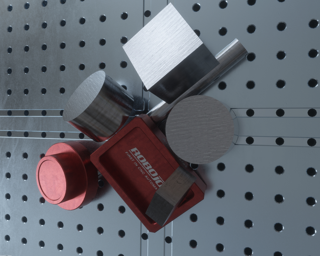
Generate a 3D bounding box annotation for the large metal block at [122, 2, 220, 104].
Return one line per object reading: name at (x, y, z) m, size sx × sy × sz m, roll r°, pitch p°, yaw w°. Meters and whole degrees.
large metal block at (0.012, -0.090, 0.383) m, size 0.080 × 0.050 × 0.080 m, roll -39°, pitch 58°, yaw 16°

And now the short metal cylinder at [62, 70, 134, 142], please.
short metal cylinder at (-0.081, -0.028, 0.406) m, size 0.080 × 0.050 × 0.080 m, roll -31°, pitch 37°, yaw 27°

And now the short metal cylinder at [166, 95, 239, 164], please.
short metal cylinder at (0.053, 0.002, 0.380) m, size 0.080 × 0.050 × 0.079 m, roll 0°, pitch 90°, yaw 20°

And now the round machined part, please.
round machined part at (-0.137, 0.069, 0.438) m, size 0.098 × 0.042 × 0.097 m, roll 5°, pitch 99°, yaw 35°

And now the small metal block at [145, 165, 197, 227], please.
small metal block at (0.013, 0.080, 0.363) m, size 0.025 × 0.050 × 0.050 m, roll 36°, pitch 137°, yaw 14°

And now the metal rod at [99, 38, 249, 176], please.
metal rod at (-0.012, -0.009, 0.418) m, size 0.300 × 0.025 × 0.025 m, roll -39°, pitch 78°, yaw 16°

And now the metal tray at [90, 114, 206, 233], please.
metal tray at (-0.015, 0.058, 0.400) m, size 0.090 × 0.030 × 0.130 m, roll -39°, pitch 90°, yaw 16°
